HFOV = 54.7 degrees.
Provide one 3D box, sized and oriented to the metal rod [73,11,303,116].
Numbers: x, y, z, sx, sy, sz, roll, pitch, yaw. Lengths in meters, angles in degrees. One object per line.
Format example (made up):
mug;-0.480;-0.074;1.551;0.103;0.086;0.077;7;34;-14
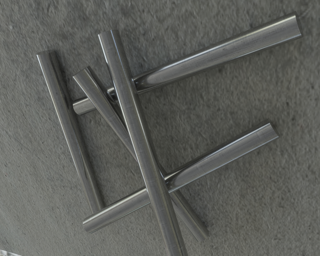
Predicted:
metal rod;0.006;-0.062;0.364;0.300;0.025;0.025;-15;111;33

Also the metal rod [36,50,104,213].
metal rod;-0.133;0.027;0.490;0.025;0.025;0.298;4;120;26

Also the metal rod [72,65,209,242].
metal rod;-0.016;0.048;0.423;0.025;0.025;0.299;-20;114;35

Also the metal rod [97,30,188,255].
metal rod;-0.017;0.032;0.374;0.025;0.025;0.298;-13;98;33

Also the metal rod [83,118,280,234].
metal rod;0.010;0.073;0.402;0.300;0.025;0.025;-32;101;24
